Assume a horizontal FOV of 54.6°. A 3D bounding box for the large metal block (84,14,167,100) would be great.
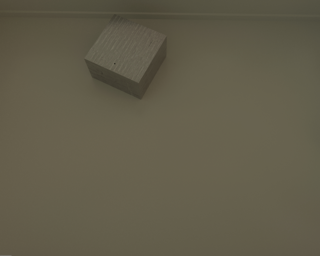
[{"bbox_3d":[-0.045,-0.099,0.432,0.080,0.050,0.080,25,72,9],"label":"large metal block"}]
